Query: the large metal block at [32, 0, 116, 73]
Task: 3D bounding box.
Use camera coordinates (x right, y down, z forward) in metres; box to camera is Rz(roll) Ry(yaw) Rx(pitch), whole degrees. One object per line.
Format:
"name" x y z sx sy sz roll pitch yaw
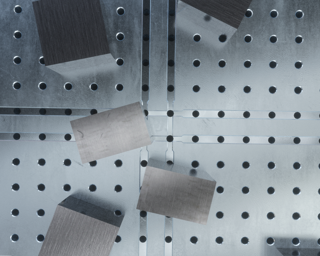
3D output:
"large metal block" -0.107 -0.122 0.400 0.080 0.050 0.080 -11 90 0

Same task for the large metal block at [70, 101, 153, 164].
"large metal block" -0.055 0.005 0.386 0.080 0.080 0.050 -16 90 0

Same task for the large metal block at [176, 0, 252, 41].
"large metal block" 0.076 -0.174 0.401 0.080 0.050 0.080 27 90 0

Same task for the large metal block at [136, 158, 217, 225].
"large metal block" 0.018 0.075 0.386 0.080 0.080 0.050 13 90 0

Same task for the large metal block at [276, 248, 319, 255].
"large metal block" 0.199 0.206 0.402 0.080 0.050 0.080 1 90 0

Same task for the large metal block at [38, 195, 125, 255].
"large metal block" -0.100 0.144 0.400 0.080 0.050 0.080 21 90 0
